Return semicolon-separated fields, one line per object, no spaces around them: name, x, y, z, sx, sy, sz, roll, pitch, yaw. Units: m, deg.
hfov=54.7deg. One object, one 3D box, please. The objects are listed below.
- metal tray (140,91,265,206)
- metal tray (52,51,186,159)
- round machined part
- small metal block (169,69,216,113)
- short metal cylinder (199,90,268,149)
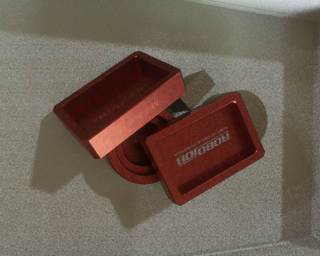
metal tray;0.053;0.022;0.376;0.131;0.030;0.090;-27;99;-14
metal tray;-0.046;-0.033;0.356;0.131;0.090;0.030;-38;135;-17
round machined part;-0.023;0.019;0.394;0.099;0.042;0.097;0;90;-21
small metal block;0.038;-0.048;0.410;0.050;0.050;0.025;-45;105;-16
short metal cylinder;0.101;-0.011;0.434;0.081;0.050;0.079;0;90;-21
